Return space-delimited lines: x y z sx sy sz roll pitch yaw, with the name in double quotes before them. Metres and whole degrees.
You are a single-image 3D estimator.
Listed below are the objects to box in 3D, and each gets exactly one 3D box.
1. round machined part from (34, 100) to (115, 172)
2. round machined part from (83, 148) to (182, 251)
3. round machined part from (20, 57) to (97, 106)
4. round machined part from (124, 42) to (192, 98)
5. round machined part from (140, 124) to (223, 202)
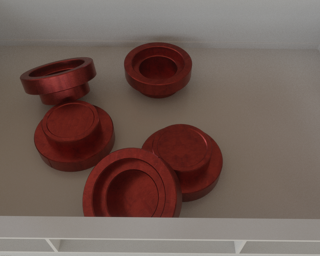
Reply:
"round machined part" -0.108 0.003 0.390 0.099 0.042 0.098 0 50 0
"round machined part" -0.025 0.072 0.316 0.098 0.042 0.098 -5 73 17
"round machined part" -0.136 -0.064 0.430 0.099 0.042 0.098 -9 26 5
"round machined part" -0.003 -0.082 0.463 0.099 0.042 0.098 0 50 0
"round machined part" 0.025 0.034 0.366 0.099 0.042 0.098 0 50 0
